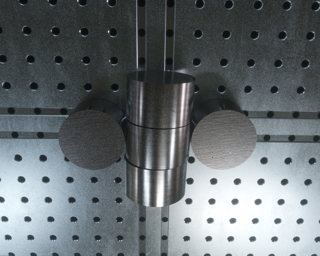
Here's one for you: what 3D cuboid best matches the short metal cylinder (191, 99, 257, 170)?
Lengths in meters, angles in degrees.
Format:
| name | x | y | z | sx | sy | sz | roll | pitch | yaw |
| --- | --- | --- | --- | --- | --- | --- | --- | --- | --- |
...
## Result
| name | x | y | z | sx | sy | sz | roll | pitch | yaw |
| --- | --- | --- | --- | --- | --- | --- | --- | --- | --- |
| short metal cylinder | 0.079 | 0.007 | 0.403 | 0.081 | 0.050 | 0.079 | 0 | 110 | -1 |

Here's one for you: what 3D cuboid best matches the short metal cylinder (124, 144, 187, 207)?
| name | x | y | z | sx | sy | sz | roll | pitch | yaw |
| --- | --- | --- | --- | --- | --- | --- | --- | --- | --- |
| short metal cylinder | -0.006 | 0.059 | 0.405 | 0.081 | 0.080 | 0.050 | 1 | 110 | -1 |

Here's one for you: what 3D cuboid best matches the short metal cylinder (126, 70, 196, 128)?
| name | x | y | z | sx | sy | sz | roll | pitch | yaw |
| --- | --- | --- | --- | --- | --- | --- | --- | --- | --- |
| short metal cylinder | 0.000 | -0.037 | 0.370 | 0.081 | 0.080 | 0.050 | 2 | 110 | -1 |

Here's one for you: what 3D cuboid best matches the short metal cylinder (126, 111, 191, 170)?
| name | x | y | z | sx | sy | sz | roll | pitch | yaw |
| --- | --- | --- | --- | --- | --- | --- | --- | --- | --- |
| short metal cylinder | -0.002 | 0.011 | 0.388 | 0.081 | 0.080 | 0.050 | 2 | 110 | -1 |

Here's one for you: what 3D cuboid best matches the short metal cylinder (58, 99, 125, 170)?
| name | x | y | z | sx | sy | sz | roll | pitch | yaw |
| --- | --- | --- | --- | --- | --- | --- | --- | --- | --- |
| short metal cylinder | -0.083 | 0.007 | 0.401 | 0.081 | 0.050 | 0.079 | 0 | 110 | -1 |
